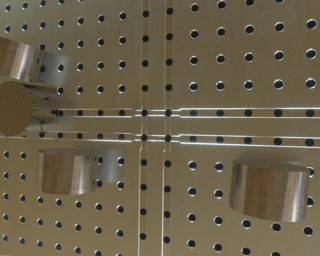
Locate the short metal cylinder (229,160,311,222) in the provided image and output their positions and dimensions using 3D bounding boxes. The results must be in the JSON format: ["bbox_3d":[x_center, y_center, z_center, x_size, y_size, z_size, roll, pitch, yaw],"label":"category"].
[{"bbox_3d":[0.119,0.065,0.341,0.080,0.080,0.050,6,92,19],"label":"short metal cylinder"}]

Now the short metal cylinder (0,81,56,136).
[{"bbox_3d":[-0.208,-0.028,0.471,0.080,0.050,0.079,0,90,19],"label":"short metal cylinder"}]

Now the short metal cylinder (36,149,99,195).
[{"bbox_3d":[-0.126,0.057,0.426,0.080,0.080,0.050,4,92,19],"label":"short metal cylinder"}]

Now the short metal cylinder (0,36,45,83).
[{"bbox_3d":[-0.218,-0.103,0.458,0.080,0.080,0.050,18,96,18],"label":"short metal cylinder"}]
